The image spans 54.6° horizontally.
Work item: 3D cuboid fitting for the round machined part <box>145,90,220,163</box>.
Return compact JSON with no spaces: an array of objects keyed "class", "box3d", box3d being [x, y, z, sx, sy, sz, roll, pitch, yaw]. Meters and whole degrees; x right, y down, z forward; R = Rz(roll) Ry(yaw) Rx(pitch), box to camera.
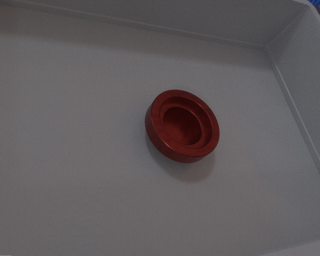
[{"class":"round machined part","box3d":[0.025,0.002,0.407,0.099,0.042,0.098,13,56,-21]}]
